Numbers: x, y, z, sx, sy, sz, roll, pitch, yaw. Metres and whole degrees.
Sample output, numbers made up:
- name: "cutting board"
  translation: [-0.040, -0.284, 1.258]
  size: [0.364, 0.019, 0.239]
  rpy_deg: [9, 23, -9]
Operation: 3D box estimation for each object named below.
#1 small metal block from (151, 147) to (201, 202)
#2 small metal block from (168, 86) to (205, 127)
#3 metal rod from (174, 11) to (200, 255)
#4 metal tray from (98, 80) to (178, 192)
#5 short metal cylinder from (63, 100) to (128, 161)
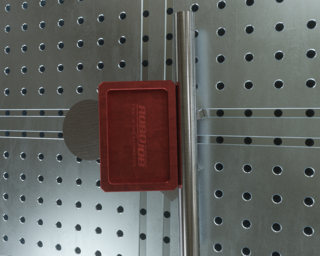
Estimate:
- name: "small metal block"
  translation: [0.016, 0.059, 0.405]
  size: [0.050, 0.025, 0.050]
  rpy_deg: [41, 102, 15]
- name: "small metal block"
  translation: [0.026, -0.029, 0.403]
  size: [0.050, 0.025, 0.050]
  rpy_deg: [-16, 85, 19]
- name: "metal rod"
  translation: [0.033, 0.012, 0.373]
  size: [0.025, 0.025, 0.298]
  rpy_deg: [-1, 90, 19]
- name: "metal tray"
  translation: [-0.026, 0.009, 0.376]
  size: [0.091, 0.030, 0.129]
  rpy_deg: [-1, 90, 0]
- name: "short metal cylinder"
  translation: [-0.085, 0.002, 0.427]
  size: [0.080, 0.050, 0.079]
  rpy_deg: [0, 90, 19]
